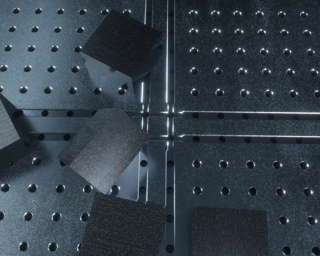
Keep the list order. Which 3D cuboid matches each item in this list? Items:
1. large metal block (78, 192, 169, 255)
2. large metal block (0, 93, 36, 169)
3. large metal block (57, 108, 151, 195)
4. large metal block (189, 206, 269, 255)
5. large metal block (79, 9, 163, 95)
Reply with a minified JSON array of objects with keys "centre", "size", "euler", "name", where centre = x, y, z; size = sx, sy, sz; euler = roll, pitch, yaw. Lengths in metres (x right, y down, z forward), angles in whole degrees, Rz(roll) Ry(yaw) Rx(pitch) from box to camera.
[{"centre":[-0.038,0.120,0.348],"size":[0.080,0.050,0.080],"euler":[13,80,5],"name":"large metal block"},{"centre":[-0.221,0.009,0.394],"size":[0.080,0.050,0.080],"euler":[-31,73,-11],"name":"large metal block"},{"centre":[-0.069,0.023,0.366],"size":[0.050,0.080,0.080],"euler":[45,73,-21],"name":"large metal block"},{"centre":[0.074,0.134,0.350],"size":[0.080,0.050,0.080],"euler":[3,70,1],"name":"large metal block"},{"centre":[-0.051,-0.107,0.437],"size":[0.080,0.050,0.080],"euler":[28,72,10],"name":"large metal block"}]
